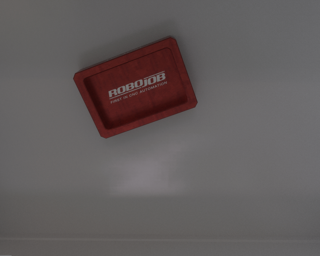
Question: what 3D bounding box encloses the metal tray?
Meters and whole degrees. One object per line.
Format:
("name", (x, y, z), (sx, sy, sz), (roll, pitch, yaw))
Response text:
("metal tray", (-0.029, -0.050, 0.389), (0.130, 0.030, 0.090), (-19, 109, 7))
